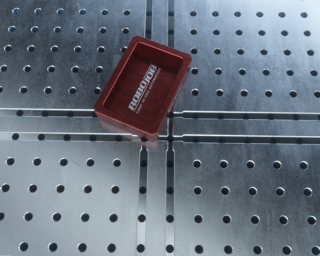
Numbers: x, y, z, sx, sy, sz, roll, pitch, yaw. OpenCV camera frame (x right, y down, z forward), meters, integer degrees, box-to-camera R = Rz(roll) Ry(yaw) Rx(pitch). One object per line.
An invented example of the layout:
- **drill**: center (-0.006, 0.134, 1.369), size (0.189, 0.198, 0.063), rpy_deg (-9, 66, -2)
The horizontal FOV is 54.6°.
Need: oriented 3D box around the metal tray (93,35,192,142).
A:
- **metal tray**: center (-0.021, -0.057, 0.429), size (0.090, 0.030, 0.130), rpy_deg (23, 71, 8)
